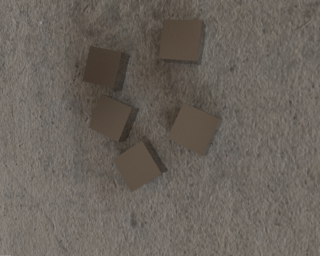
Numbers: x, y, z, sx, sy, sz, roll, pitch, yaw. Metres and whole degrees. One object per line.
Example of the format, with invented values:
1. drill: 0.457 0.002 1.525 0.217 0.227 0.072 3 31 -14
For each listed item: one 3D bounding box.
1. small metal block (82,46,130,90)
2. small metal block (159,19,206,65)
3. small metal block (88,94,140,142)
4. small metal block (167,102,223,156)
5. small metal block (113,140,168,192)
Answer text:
1. small metal block: -0.075 -0.084 0.434 0.050 0.025 0.050 15 95 19
2. small metal block: 0.029 -0.110 0.398 0.050 0.025 0.050 8 93 19
3. small metal block: -0.064 -0.014 0.430 0.050 0.025 0.050 25 98 18
4. small metal block: 0.045 0.001 0.393 0.050 0.025 0.050 27 99 17
5. small metal block: -0.027 0.050 0.417 0.050 0.025 0.050 -34 79 16
